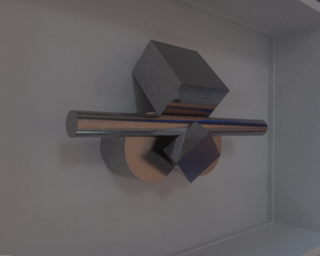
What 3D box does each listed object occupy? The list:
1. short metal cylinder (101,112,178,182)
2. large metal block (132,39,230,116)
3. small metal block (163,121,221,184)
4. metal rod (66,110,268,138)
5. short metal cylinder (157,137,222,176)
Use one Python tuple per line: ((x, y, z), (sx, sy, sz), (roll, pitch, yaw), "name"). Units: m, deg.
((-0.023, 0.021, 0.372), (0.081, 0.050, 0.079), (0, 90, -40), "short metal cylinder")
((0.025, -0.058, 0.384), (0.081, 0.050, 0.080), (1, 46, -40), "large metal block")
((0.038, 0.029, 0.360), (0.050, 0.025, 0.050), (-42, 137, -9), "small metal block")
((0.037, -0.002, 0.373), (0.302, 0.025, 0.025), (1, 90, -40), "metal rod")
((0.039, 0.023, 0.424), (0.081, 0.050, 0.079), (0, 90, -40), "short metal cylinder")
